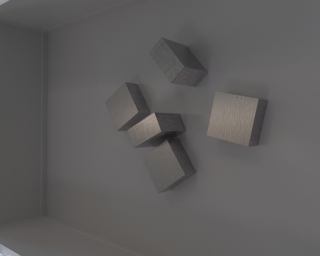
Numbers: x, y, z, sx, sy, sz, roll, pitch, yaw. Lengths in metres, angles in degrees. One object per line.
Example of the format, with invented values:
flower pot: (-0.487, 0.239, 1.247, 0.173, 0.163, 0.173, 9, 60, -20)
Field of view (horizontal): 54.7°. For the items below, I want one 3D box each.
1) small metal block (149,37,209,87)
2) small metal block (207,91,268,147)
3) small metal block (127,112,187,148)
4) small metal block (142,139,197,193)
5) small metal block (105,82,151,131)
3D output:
small metal block: (0.023, -0.078, 0.372, 0.025, 0.050, 0.050, -48, 62, 29)
small metal block: (0.084, -0.011, 0.338, 0.050, 0.025, 0.050, 16, 100, 39)
small metal block: (-0.004, 0.003, 0.394, 0.050, 0.050, 0.025, -31, 71, 36)
small metal block: (0.011, 0.048, 0.398, 0.050, 0.025, 0.050, -41, 65, 32)
small metal block: (-0.047, -0.030, 0.446, 0.050, 0.025, 0.050, -38, 67, 33)
